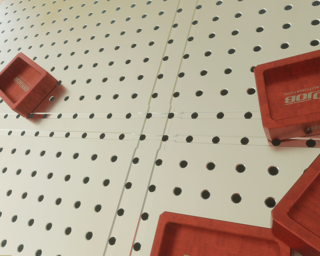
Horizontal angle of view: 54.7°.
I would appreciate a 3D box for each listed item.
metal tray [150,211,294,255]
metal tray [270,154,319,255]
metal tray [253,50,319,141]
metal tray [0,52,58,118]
[{"bbox_3d":[0.053,0.135,0.293,0.130,0.030,0.090,1,62,28],"label":"metal tray"},{"bbox_3d":[0.168,0.060,0.258,0.131,0.030,0.090,-41,50,-20],"label":"metal tray"},{"bbox_3d":[0.176,-0.041,0.337,0.130,0.030,0.090,-11,57,21],"label":"metal tray"},{"bbox_3d":[-0.262,-0.086,0.591,0.130,0.030,0.090,34,80,38],"label":"metal tray"}]
